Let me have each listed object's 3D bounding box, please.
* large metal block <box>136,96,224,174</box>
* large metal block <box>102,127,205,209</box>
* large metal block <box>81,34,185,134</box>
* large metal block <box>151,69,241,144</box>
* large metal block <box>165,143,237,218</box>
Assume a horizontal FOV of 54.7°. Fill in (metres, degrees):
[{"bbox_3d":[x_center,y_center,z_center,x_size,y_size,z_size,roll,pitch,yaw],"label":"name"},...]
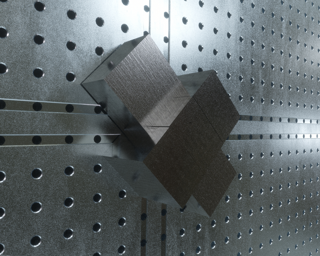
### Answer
[{"bbox_3d":[0.019,0.009,0.392,0.050,0.080,0.080,-52,121,-27],"label":"large metal block"},{"bbox_3d":[-0.008,0.044,0.369,0.050,0.080,0.080,-52,121,-27],"label":"large metal block"},{"bbox_3d":[-0.029,-0.050,0.367,0.080,0.050,0.080,-52,121,-26],"label":"large metal block"},{"bbox_3d":[0.047,-0.026,0.416,0.050,0.080,0.080,-52,121,-27],"label":"large metal block"},{"bbox_3d":[0.054,0.065,0.441,0.080,0.050,0.080,-51,120,-27],"label":"large metal block"}]
